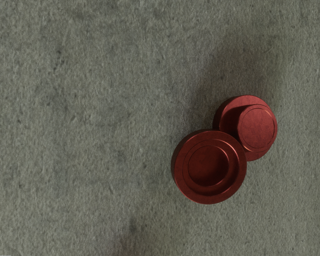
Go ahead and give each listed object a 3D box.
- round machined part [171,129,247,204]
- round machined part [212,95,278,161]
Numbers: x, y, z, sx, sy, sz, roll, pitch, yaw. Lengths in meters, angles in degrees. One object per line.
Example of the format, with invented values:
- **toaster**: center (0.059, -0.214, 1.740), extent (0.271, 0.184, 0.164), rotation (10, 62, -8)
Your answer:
- **round machined part**: center (0.062, 0.049, 0.418), extent (0.099, 0.042, 0.097), rotation (-1, 98, -10)
- **round machined part**: center (0.129, 0.000, 0.449), extent (0.099, 0.042, 0.097), rotation (0, 90, -21)
